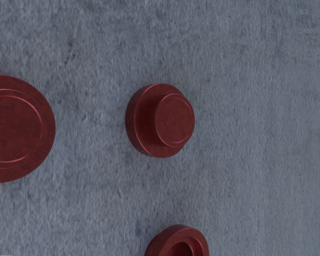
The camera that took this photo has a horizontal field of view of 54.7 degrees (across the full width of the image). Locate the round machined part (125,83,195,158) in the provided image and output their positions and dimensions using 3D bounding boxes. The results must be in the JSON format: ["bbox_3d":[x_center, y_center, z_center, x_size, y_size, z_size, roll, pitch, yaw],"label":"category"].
[{"bbox_3d":[0.007,-0.010,0.402,0.099,0.042,0.097,0,90,-40],"label":"round machined part"}]

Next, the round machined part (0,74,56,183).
[{"bbox_3d":[-0.141,0.001,0.276,0.099,0.042,0.097,0,90,-40],"label":"round machined part"}]

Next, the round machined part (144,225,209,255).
[{"bbox_3d":[0.017,0.177,0.411,0.099,0.042,0.097,0,90,-40],"label":"round machined part"}]
